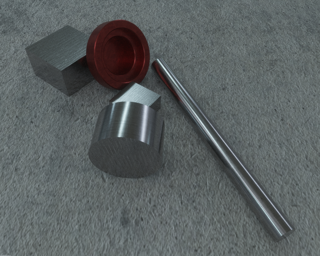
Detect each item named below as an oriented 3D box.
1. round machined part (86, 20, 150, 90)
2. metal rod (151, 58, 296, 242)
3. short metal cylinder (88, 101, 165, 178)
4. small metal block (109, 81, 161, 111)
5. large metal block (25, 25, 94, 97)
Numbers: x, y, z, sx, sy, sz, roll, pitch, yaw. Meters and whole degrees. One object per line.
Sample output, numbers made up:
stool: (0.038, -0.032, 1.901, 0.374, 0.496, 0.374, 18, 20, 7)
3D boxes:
round machined part: (-0.065, -0.105, 0.451, 0.042, 0.098, 0.098, 11, 45, 45)
metal rod: (0.062, 0.005, 0.399, 0.025, 0.025, 0.300, -20, 53, -16)
short metal cylinder: (-0.036, 0.015, 0.354, 0.080, 0.080, 0.050, 3, 50, 2)
small metal block: (-0.034, -0.032, 0.430, 0.050, 0.025, 0.050, 29, 56, 22)
large metal block: (-0.140, -0.104, 0.473, 0.080, 0.050, 0.080, 32, 57, 23)
